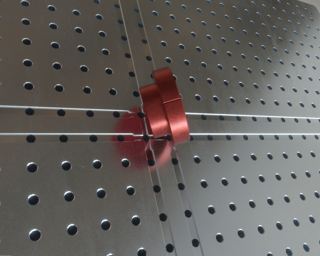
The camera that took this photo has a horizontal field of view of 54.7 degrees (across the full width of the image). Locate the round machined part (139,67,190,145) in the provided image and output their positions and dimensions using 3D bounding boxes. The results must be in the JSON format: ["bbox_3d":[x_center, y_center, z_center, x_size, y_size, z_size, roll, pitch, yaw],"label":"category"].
[{"bbox_3d":[0.003,-0.024,0.391,0.042,0.098,0.098,-16,67,-1],"label":"round machined part"}]
